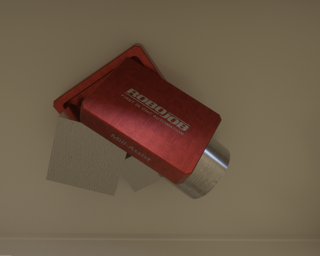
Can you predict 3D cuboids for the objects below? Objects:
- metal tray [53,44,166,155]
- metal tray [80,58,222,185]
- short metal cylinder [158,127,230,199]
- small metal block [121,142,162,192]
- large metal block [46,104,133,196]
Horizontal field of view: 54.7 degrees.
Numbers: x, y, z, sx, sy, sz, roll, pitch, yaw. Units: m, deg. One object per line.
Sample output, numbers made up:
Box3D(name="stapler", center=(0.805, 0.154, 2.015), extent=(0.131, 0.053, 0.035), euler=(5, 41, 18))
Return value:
Box3D(name="metal tray", center=(-0.054, -0.034, 0.393), extent=(0.130, 0.030, 0.090), euler=(-32, 107, 10))
Box3D(name="metal tray", center=(-0.008, -0.011, 0.340), extent=(0.130, 0.090, 0.030), euler=(33, 145, 3))
Box3D(name="short metal cylinder", center=(0.043, 0.043, 0.398), extent=(0.050, 0.080, 0.080), euler=(38, 106, -13))
Box3D(name="small metal block", center=(-0.025, 0.053, 0.429), extent=(0.050, 0.025, 0.050), euler=(-27, 108, 9))
Box3D(name="large metal block", center=(-0.081, 0.025, 0.370), extent=(0.080, 0.050, 0.079), euler=(15, 109, -6))
